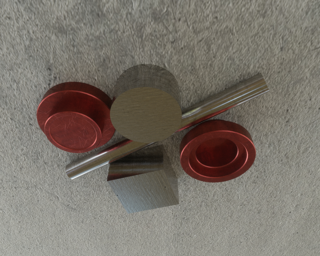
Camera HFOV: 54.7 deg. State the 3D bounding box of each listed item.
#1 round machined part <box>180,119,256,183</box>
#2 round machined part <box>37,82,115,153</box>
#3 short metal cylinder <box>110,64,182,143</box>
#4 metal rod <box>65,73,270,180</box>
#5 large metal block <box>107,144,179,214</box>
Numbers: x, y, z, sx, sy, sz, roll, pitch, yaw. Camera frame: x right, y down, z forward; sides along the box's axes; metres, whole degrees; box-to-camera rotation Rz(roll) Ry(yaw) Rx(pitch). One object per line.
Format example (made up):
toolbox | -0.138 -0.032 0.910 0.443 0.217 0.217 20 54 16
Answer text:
round machined part | 0.076 0.027 0.421 0.099 0.042 0.097 0 130 0
round machined part | -0.105 -0.006 0.391 0.099 0.042 0.097 0 130 0
short metal cylinder | -0.016 -0.029 0.367 0.081 0.050 0.079 0 130 0
metal rod | -0.004 0.006 0.414 0.300 0.025 0.025 -25 126 19
large metal block | -0.022 0.076 0.458 0.080 0.050 0.080 -13 129 11
